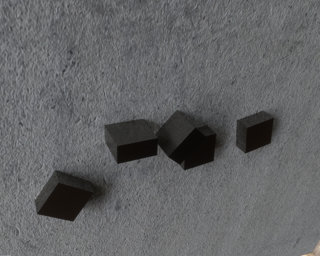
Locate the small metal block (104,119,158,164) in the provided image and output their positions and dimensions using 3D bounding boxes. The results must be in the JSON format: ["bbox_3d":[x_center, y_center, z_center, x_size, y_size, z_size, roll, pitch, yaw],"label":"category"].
[{"bbox_3d":[-0.036,0.015,0.380,0.050,0.050,0.025,-11,123,-23],"label":"small metal block"}]

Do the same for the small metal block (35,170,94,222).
[{"bbox_3d":[-0.122,0.087,0.394,0.050,0.025,0.050,28,103,-38],"label":"small metal block"}]

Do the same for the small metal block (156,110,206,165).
[{"bbox_3d":[0.024,0.012,0.411,0.050,0.050,0.025,-48,129,5],"label":"small metal block"}]

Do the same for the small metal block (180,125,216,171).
[{"bbox_3d":[0.052,0.029,0.453,0.050,0.025,0.050,-15,125,-20],"label":"small metal block"}]

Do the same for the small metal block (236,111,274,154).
[{"bbox_3d":[0.150,0.006,0.493,0.050,0.025,0.050,-19,126,-17],"label":"small metal block"}]
